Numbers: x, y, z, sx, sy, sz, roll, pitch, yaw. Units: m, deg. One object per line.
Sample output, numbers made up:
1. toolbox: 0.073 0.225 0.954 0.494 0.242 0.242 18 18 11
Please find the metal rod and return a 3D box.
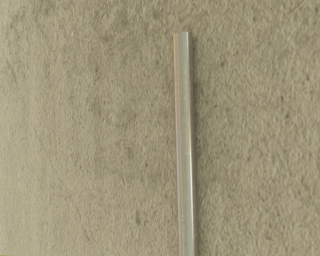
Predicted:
1. metal rod: 0.032 0.035 0.377 0.025 0.025 0.298 -2 88 39
